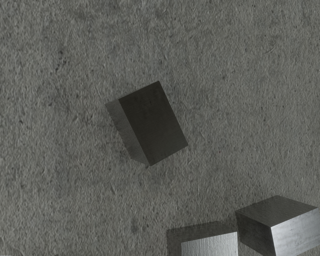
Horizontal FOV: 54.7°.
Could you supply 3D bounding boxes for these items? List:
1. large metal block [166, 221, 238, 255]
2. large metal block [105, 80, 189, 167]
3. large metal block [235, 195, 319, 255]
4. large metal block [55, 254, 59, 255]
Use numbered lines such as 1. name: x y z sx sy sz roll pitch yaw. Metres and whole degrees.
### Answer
1. large metal block: 0.057 0.178 0.417 0.081 0.050 0.079 -3 91 -20
2. large metal block: -0.019 -0.005 0.373 0.050 0.080 0.080 -28 100 -18
3. large metal block: 0.168 0.140 0.442 0.081 0.080 0.050 -14 95 -20
4. large metal block: -0.123 0.209 0.351 0.080 0.050 0.080 -40 103 -16
